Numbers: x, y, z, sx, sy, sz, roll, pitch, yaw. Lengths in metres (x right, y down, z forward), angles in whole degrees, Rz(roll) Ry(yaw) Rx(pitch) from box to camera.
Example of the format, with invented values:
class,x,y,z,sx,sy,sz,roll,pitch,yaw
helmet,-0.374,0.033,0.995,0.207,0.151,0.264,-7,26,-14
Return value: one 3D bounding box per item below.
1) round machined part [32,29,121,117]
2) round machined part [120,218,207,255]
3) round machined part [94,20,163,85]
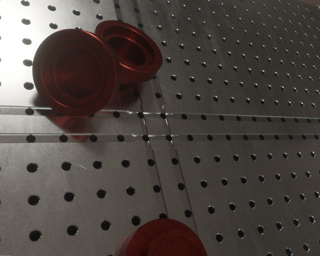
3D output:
class,x,y,z,sx,sy,sz,roll,pitch,yaw
round machined part,-0.093,-0.064,0.364,0.098,0.098,0.042,40,15,-2
round machined part,0.010,0.142,0.318,0.099,0.042,0.098,14,56,-21
round machined part,-0.049,-0.098,0.425,0.099,0.042,0.098,20,45,-21
